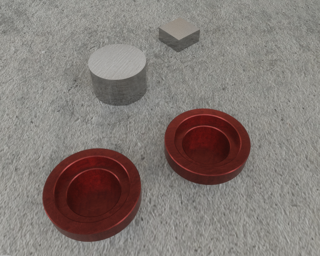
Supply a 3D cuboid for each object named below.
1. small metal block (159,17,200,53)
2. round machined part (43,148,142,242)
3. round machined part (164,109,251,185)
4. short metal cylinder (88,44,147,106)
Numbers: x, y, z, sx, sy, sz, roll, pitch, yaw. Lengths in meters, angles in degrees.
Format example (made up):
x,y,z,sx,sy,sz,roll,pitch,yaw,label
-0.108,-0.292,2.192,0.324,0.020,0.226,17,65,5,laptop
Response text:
x,y,z,sx,sy,sz,roll,pitch,yaw,label
0.034,-0.163,0.541,0.050,0.025,0.050,-34,58,-25,small metal block
-0.069,0.073,0.330,0.099,0.042,0.098,0,50,0,round machined part
0.054,0.026,0.371,0.099,0.042,0.098,0,50,0,round machined part
-0.060,-0.078,0.452,0.081,0.050,0.080,0,50,0,short metal cylinder
